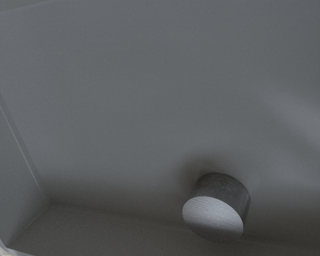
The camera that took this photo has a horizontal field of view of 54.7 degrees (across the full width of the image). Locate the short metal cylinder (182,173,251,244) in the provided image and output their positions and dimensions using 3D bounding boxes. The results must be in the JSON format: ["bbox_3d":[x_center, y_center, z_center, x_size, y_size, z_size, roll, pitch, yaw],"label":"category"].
[{"bbox_3d":[0.077,0.107,0.418,0.080,0.050,0.079,13,124,20],"label":"short metal cylinder"}]
